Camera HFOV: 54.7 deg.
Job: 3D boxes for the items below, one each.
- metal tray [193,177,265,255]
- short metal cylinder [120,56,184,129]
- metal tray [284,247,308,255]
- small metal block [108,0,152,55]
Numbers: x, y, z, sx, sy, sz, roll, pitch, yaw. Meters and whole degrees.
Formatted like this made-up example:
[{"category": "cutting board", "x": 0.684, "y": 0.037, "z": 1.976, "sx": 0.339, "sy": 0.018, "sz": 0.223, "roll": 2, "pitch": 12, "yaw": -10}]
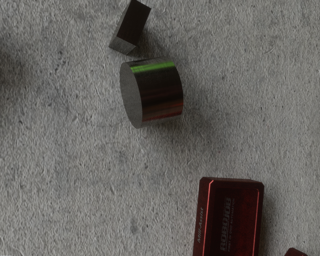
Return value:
[{"category": "metal tray", "x": 0.098, "y": 0.138, "z": 0.442, "sx": 0.091, "sy": 0.030, "sz": 0.129, "roll": 6, "pitch": 88, "yaw": -20}, {"category": "short metal cylinder", "x": -0.012, "y": -0.043, "z": 0.375, "sx": 0.050, "sy": 0.080, "sz": 0.080, "roll": -14, "pitch": 95, "yaw": -20}, {"category": "metal tray", "x": 0.205, "y": 0.268, "z": 0.482, "sx": 0.090, "sy": 0.030, "sz": 0.130, "roll": 45, "pitch": 76, "yaw": -15}, {"category": "small metal block", "x": -0.038, "y": -0.123, "z": 0.382, "sx": 0.025, "sy": 0.050, "sz": 0.050, "roll": 23, "pitch": 82, "yaw": -19}]
